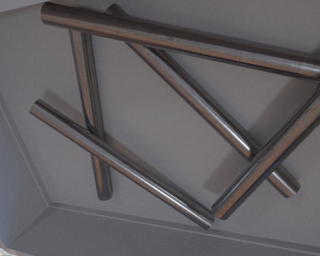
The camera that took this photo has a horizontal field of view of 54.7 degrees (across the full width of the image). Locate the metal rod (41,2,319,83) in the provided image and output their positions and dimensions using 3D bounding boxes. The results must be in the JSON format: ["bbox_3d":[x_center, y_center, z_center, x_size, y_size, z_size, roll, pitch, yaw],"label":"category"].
[{"bbox_3d":[0.017,-0.091,0.320,0.301,0.025,0.025,15,125,11],"label":"metal rod"}]

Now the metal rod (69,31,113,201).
[{"bbox_3d":[-0.097,-0.013,0.449,0.025,0.025,0.298,12,124,21],"label":"metal rod"}]

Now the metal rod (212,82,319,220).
[{"bbox_3d":[0.134,0.002,0.307,0.025,0.025,0.298,33,127,6],"label":"metal rod"}]

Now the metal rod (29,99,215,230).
[{"bbox_3d":[-0.050,0.054,0.443,0.301,0.025,0.025,34,129,-5],"label":"metal rod"}]

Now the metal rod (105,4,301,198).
[{"bbox_3d":[0.050,-0.029,0.363,0.300,0.025,0.025,44,129,-3],"label":"metal rod"}]
